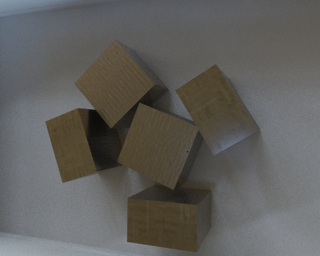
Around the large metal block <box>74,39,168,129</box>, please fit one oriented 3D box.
[{"bbox_3d":[-0.051,-0.056,0.412,0.080,0.050,0.080,-44,77,14],"label":"large metal block"}]

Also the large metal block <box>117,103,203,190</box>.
[{"bbox_3d":[0.004,0.021,0.394,0.080,0.050,0.080,24,98,18],"label":"large metal block"}]

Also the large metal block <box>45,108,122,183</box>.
[{"bbox_3d":[-0.095,0.021,0.412,0.050,0.080,0.080,-20,84,19],"label":"large metal block"}]

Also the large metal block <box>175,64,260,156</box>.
[{"bbox_3d":[0.070,-0.019,0.354,0.050,0.080,0.080,-32,80,17],"label":"large metal block"}]

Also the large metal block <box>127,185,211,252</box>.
[{"bbox_3d":[0.015,0.105,0.375,0.080,0.080,0.050,1,91,19],"label":"large metal block"}]
